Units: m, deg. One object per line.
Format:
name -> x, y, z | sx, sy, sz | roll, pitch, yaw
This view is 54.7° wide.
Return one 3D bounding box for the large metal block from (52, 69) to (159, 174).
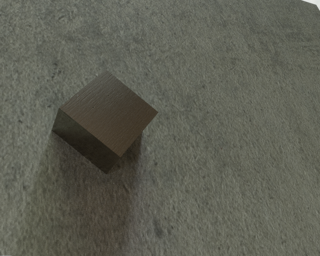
large metal block -> -0.063, -0.008, 0.360 | 0.080, 0.050, 0.080 | 40, 51, -2
